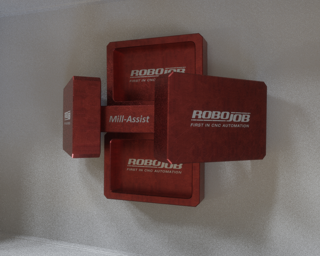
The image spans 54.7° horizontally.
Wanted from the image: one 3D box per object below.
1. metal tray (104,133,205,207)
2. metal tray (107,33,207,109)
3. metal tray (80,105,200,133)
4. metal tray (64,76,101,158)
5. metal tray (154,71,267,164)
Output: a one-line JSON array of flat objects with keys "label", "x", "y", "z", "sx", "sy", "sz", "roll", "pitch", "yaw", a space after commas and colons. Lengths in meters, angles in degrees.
[{"label": "metal tray", "x": -0.009, "y": 0.050, "z": 0.407, "sx": 0.130, "sy": 0.030, "sz": 0.089, "roll": 1, "pitch": 90, "yaw": 19}, {"label": "metal tray", "x": -0.005, "y": -0.070, "z": 0.408, "sx": 0.130, "sy": 0.030, "sz": 0.089, "roll": 0, "pitch": 90, "yaw": 19}, {"label": "metal tray", "x": -0.019, "y": -0.010, "z": 0.381, "sx": 0.130, "sy": 0.090, "sz": 0.030, "roll": 1, "pitch": 90, "yaw": 19}, {"label": "metal tray", "x": -0.103, "y": -0.012, "z": 0.396, "sx": 0.030, "sy": 0.130, "sz": 0.089, "roll": 1, "pitch": 90, "yaw": -22}, {"label": "metal tray", "x": 0.059, "y": -0.009, "z": 0.339, "sx": 0.030, "sy": 0.131, "sz": 0.089, "roll": 1, "pitch": 90, "yaw": 62}]
